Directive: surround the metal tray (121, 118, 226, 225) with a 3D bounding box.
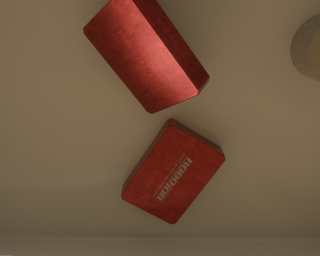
[{"bbox_3d":[0.016,0.063,0.432,0.090,0.030,0.129,31,107,-11],"label":"metal tray"}]

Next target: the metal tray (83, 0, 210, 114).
[{"bbox_3d":[-0.016,-0.083,0.351,0.090,0.030,0.130,-20,115,48],"label":"metal tray"}]

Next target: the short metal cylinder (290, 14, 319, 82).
[{"bbox_3d":[0.205,-0.094,0.366,0.081,0.050,0.079,0,110,-1],"label":"short metal cylinder"}]
